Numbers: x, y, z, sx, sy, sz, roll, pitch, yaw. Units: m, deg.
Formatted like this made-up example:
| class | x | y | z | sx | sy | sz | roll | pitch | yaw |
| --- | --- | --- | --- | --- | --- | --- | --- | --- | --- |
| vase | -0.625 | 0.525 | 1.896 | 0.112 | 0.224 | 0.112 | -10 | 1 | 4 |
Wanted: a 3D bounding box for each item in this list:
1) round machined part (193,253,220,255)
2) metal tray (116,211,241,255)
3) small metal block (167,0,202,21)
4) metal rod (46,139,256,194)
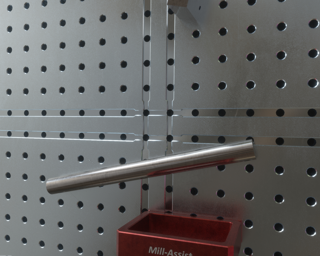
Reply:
| class | x | y | z | sx | sy | sz | roll | pitch | yaw |
| --- | --- | --- | --- | --- | --- | --- | --- | --- | --- |
| round machined part | 0.060 | 0.212 | 0.382 | 0.098 | 0.042 | 0.097 | 0 | 90 | 20 |
| metal tray | 0.026 | 0.131 | 0.368 | 0.130 | 0.090 | 0.030 | 1 | 91 | 20 |
| small metal block | 0.034 | -0.168 | 0.387 | 0.025 | 0.050 | 0.050 | 15 | 95 | 19 |
| metal rod | -0.025 | 0.057 | 0.421 | 0.301 | 0.025 | 0.025 | -13 | 86 | 19 |
